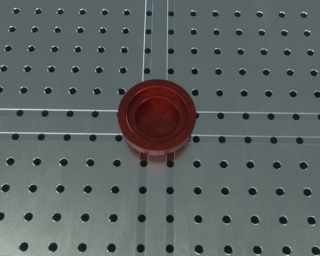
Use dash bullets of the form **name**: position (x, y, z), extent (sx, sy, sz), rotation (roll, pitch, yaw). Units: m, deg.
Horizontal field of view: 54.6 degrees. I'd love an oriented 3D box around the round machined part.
- **round machined part**: position (-0.004, -0.011, 0.406), extent (0.099, 0.042, 0.098), rotation (0, 70, 0)
